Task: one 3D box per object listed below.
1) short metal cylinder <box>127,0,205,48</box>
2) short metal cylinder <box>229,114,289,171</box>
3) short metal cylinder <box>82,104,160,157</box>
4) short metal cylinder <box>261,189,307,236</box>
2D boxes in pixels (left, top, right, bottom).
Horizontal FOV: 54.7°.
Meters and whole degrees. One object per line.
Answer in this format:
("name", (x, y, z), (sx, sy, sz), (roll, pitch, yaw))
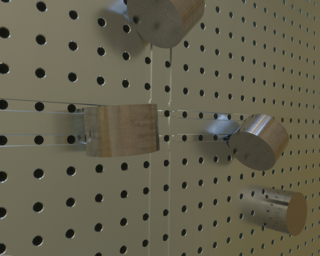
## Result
("short metal cylinder", (0.007, -0.146, 0.378), (0.050, 0.080, 0.080), (-52, 121, -27))
("short metal cylinder", (0.161, 0.023, 0.508), (0.050, 0.080, 0.080), (-43, 116, -31))
("short metal cylinder", (-0.042, 0.001, 0.338), (0.081, 0.080, 0.050), (-6, 94, -40))
("short metal cylinder", (0.238, 0.159, 0.592), (0.081, 0.050, 0.079), (0, 90, -40))
